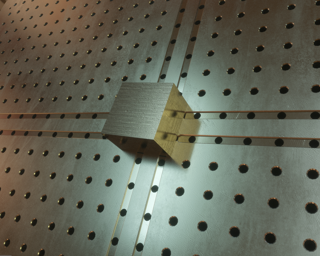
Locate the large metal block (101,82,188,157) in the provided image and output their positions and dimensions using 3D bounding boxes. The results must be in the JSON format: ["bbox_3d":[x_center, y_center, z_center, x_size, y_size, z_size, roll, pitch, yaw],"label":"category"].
[{"bbox_3d":[-0.019,-0.013,0.411,0.080,0.050,0.080,5,64,30],"label":"large metal block"}]
